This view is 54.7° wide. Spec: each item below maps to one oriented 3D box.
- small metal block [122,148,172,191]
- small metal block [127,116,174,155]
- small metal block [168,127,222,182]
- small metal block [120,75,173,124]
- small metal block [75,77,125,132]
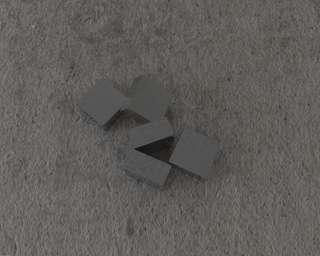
[{"bbox_3d":[-0.014,0.052,0.375,0.050,0.050,0.025,23,72,8],"label":"small metal block"},{"bbox_3d":[-0.011,0.014,0.390,0.050,0.050,0.025,-19,71,-7],"label":"small metal block"},{"bbox_3d":[0.044,0.034,0.396,0.050,0.025,0.050,24,72,8],"label":"small metal block"},{"bbox_3d":[-0.017,-0.034,0.407,0.050,0.025,0.050,30,69,-26],"label":"small metal block"},{"bbox_3d":[-0.076,-0.031,0.419,0.050,0.025,0.050,40,75,13],"label":"small metal block"}]
